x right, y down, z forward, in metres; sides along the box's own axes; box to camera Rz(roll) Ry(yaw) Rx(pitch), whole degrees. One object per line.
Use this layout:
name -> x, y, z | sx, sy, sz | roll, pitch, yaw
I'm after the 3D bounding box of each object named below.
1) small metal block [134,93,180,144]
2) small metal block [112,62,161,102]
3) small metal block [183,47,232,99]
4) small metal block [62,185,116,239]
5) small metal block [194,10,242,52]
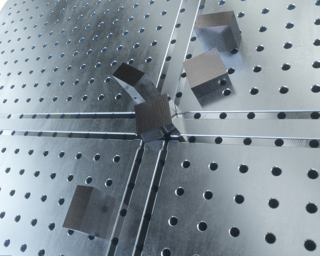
small metal block -> -0.005, -0.013, 0.420 | 0.050, 0.025, 0.050 | -20, 54, 16
small metal block -> -0.034, -0.063, 0.450 | 0.050, 0.050, 0.025 | 32, 80, 38
small metal block -> 0.063, -0.075, 0.422 | 0.050, 0.025, 0.050 | -23, 53, 14
small metal block -> -0.083, 0.102, 0.375 | 0.025, 0.050, 0.050 | 1, 62, 29
small metal block -> 0.081, -0.132, 0.431 | 0.050, 0.050, 0.025 | 3, 64, 30
